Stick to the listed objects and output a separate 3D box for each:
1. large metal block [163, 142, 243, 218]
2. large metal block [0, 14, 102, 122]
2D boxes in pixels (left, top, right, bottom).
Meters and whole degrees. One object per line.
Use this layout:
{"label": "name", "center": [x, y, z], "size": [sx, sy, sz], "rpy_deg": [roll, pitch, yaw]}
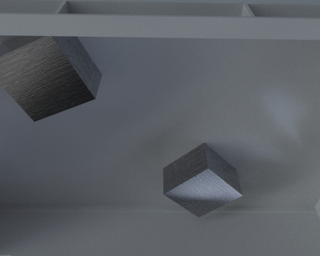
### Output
{"label": "large metal block", "center": [0.062, 0.080, 0.461], "size": [0.080, 0.050, 0.080], "rpy_deg": [-36, 122, 26]}
{"label": "large metal block", "center": [-0.122, -0.063, 0.338], "size": [0.080, 0.050, 0.080], "rpy_deg": [-18, 128, 15]}
